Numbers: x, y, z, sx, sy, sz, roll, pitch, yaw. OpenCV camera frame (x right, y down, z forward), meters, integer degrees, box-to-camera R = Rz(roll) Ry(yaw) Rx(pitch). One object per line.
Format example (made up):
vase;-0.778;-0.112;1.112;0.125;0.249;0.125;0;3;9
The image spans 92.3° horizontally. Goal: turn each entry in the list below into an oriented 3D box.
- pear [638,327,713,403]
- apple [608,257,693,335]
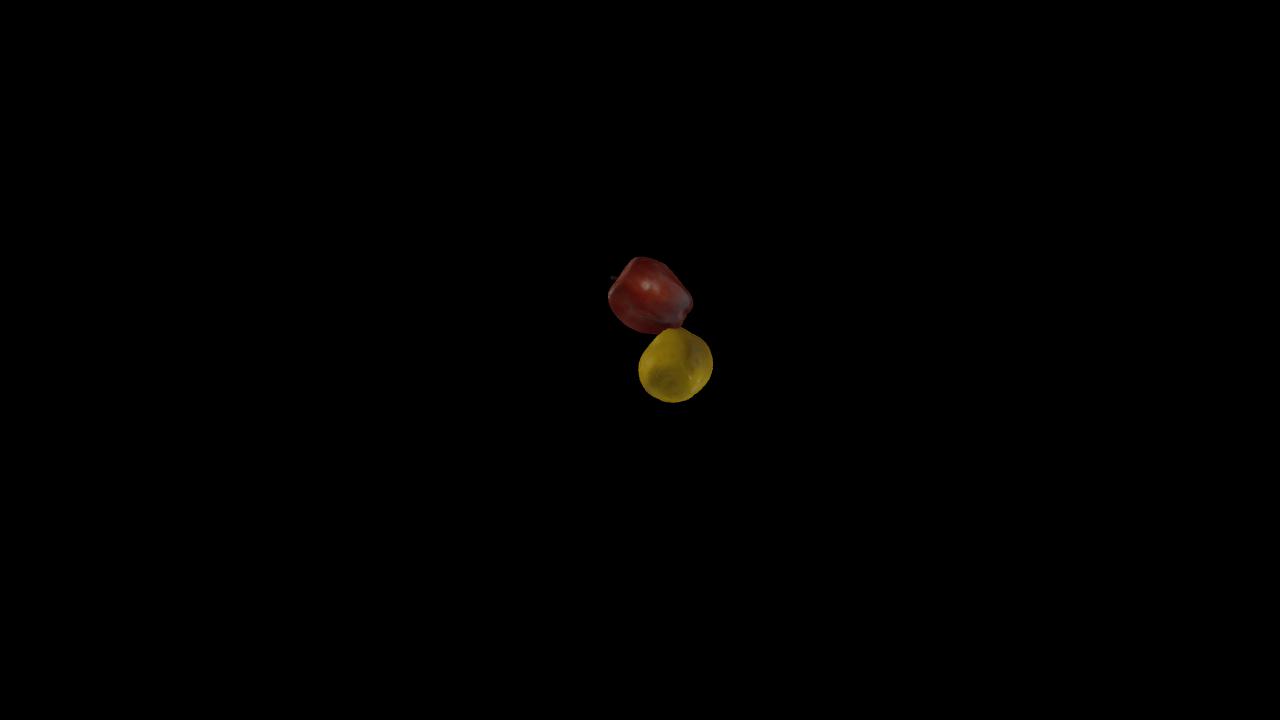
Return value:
pear;0.041;-0.008;0.659;0.080;0.080;0.111;0;41;14
apple;0.009;-0.068;0.670;0.093;0.079;0.079;31;-1;-2
